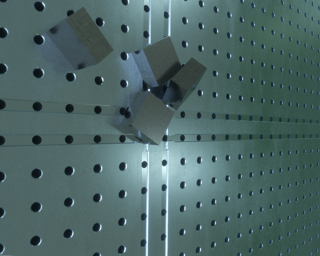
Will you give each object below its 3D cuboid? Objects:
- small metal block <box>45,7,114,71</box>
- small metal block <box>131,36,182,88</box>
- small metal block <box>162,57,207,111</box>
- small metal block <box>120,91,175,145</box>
[{"bbox_3d":[-0.084,-0.091,0.323,0.025,0.050,0.050,-51,120,-28],"label":"small metal block"},{"bbox_3d":[-0.003,-0.087,0.409,0.050,0.025,0.050,-37,113,-34],"label":"small metal block"},{"bbox_3d":[0.033,-0.059,0.419,0.025,0.050,0.050,37,61,6],"label":"small metal block"},{"bbox_3d":[-0.015,-0.012,0.398,0.050,0.025,0.050,39,66,-34],"label":"small metal block"}]
